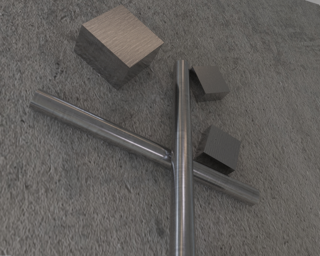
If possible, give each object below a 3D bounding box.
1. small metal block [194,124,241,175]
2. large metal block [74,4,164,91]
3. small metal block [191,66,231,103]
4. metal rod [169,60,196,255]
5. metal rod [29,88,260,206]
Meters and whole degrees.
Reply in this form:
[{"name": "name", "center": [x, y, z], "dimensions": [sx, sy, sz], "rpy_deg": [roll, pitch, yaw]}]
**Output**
[{"name": "small metal block", "center": [0.080, 0.031, 0.428], "dimensions": [0.050, 0.025, 0.050], "rpy_deg": [30, 52, -9]}, {"name": "large metal block", "center": [-0.056, -0.112, 0.426], "dimensions": [0.080, 0.050, 0.080], "rpy_deg": [42, 51, 1]}, {"name": "small metal block", "center": [0.075, -0.070, 0.486], "dimensions": [0.050, 0.025, 0.050], "rpy_deg": [-9, 66, -32]}, {"name": "metal rod", "center": [0.027, 0.015, 0.379], "dimensions": [0.025, 0.025, 0.300], "rpy_deg": [20, 45, -17]}, {"name": "metal rod", "center": [-0.008, 0.030, 0.381], "dimensions": [0.301, 0.025, 0.025], "rpy_deg": [25, 53, -13]}]
